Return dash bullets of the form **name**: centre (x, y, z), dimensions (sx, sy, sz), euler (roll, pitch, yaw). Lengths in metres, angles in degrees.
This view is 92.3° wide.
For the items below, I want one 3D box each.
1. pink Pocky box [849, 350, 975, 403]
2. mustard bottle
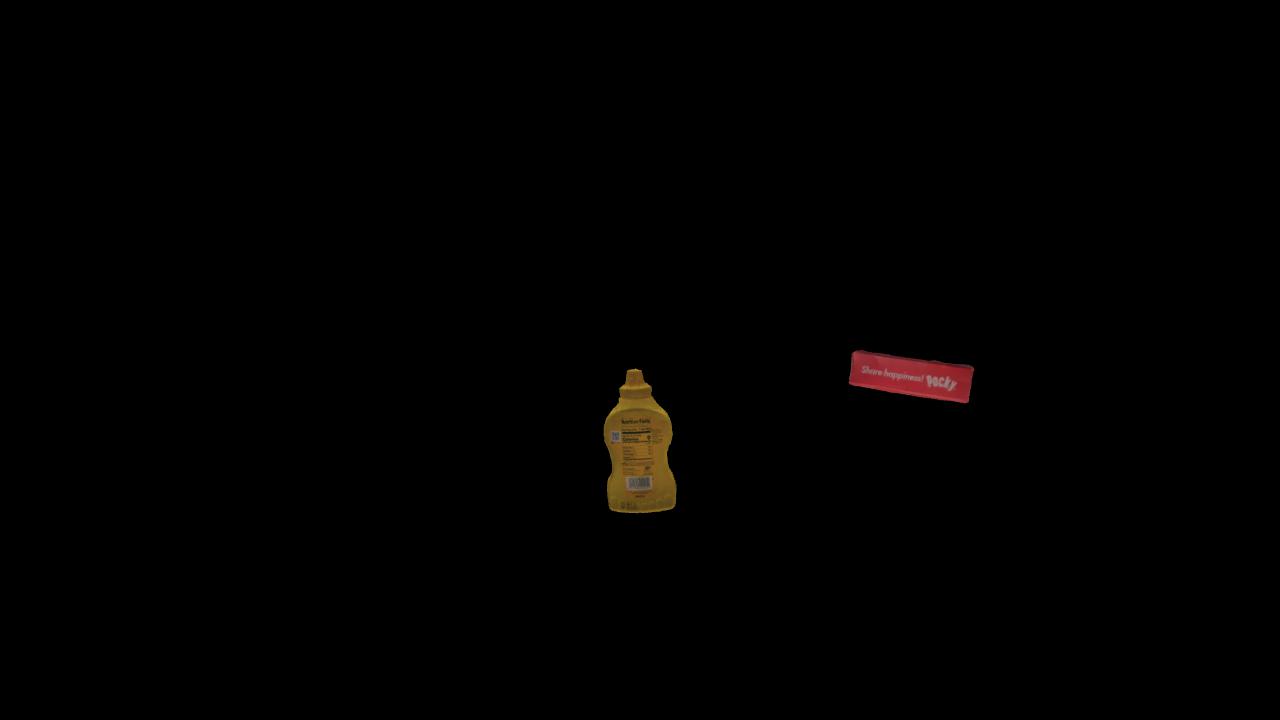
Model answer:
- **pink Pocky box**: centre (0.225, 0.015, 0.519), dimensions (0.084, 0.029, 0.155), euler (9, 1, 22)
- **mustard bottle**: centre (-0.002, 0.102, 0.797), dimensions (0.092, 0.184, 0.054), euler (-3, 6, 11)
